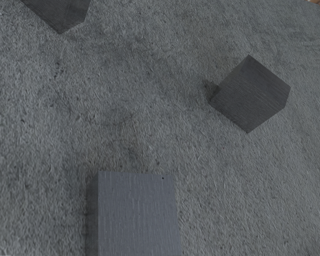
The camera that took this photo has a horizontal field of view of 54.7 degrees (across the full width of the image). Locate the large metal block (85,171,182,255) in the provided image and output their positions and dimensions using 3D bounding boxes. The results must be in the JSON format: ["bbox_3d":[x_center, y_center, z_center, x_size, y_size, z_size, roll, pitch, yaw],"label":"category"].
[{"bbox_3d":[-0.030,0.092,0.315,0.081,0.050,0.080,8,58,-24],"label":"large metal block"}]

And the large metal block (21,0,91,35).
[{"bbox_3d":[-0.138,-0.187,0.408,0.080,0.080,0.050,41,51,0],"label":"large metal block"}]

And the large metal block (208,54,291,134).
[{"bbox_3d":[0.134,-0.050,0.471,0.080,0.080,0.050,37,51,-4],"label":"large metal block"}]
